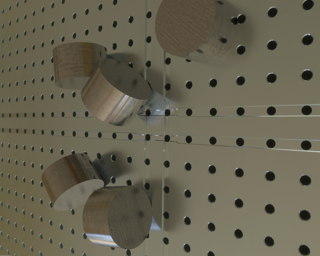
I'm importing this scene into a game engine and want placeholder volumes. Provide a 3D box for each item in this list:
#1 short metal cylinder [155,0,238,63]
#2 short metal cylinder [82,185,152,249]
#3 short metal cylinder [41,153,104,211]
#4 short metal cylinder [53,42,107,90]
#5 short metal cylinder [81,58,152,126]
[{"bbox_3d":[0.041,-0.119,0.358,0.080,0.050,0.079,0,90,39],"label":"short metal cylinder"},{"bbox_3d":[-0.056,0.119,0.418,0.050,0.081,0.080,-11,83,39],"label":"short metal cylinder"},{"bbox_3d":[-0.135,0.084,0.482,0.080,0.081,0.050,-50,61,28],"label":"short metal cylinder"},{"bbox_3d":[-0.118,-0.091,0.468,0.080,0.081,0.050,-9,84,39],"label":"short metal cylinder"},{"bbox_3d":[-0.059,-0.049,0.420,0.050,0.081,0.080,-50,61,28],"label":"short metal cylinder"}]
